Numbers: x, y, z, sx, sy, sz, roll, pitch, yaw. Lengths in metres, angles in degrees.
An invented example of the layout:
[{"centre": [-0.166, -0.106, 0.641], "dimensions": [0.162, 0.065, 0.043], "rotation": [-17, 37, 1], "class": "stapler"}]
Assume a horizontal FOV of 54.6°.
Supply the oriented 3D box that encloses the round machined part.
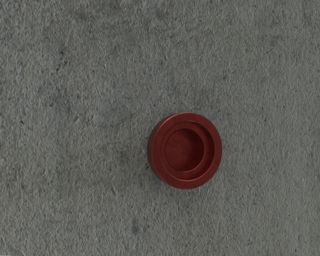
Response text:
[{"centre": [0.029, 0.029, 0.410], "dimensions": [0.099, 0.042, 0.097], "rotation": [0, 90, -20], "class": "round machined part"}]
